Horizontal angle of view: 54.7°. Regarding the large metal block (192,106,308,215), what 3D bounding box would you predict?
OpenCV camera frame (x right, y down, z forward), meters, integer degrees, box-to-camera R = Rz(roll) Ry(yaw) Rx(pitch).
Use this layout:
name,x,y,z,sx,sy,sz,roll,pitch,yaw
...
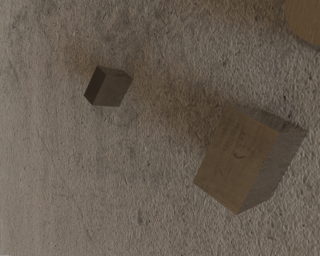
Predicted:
name,x,y,z,sx,sy,sz,roll,pitch,yaw
large metal block,0.088,0.027,0.297,0.050,0.081,0.079,34,111,35

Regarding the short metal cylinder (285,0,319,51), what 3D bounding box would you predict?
name,x,y,z,sx,sy,sz,roll,pitch,yaw
short metal cylinder,0.155,-0.105,0.261,0.080,0.050,0.079,0,90,40

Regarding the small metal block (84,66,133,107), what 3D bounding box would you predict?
name,x,y,z,sx,sy,sz,roll,pitch,yaw
small metal block,-0.075,-0.059,0.451,0.025,0.050,0.050,45,117,30
